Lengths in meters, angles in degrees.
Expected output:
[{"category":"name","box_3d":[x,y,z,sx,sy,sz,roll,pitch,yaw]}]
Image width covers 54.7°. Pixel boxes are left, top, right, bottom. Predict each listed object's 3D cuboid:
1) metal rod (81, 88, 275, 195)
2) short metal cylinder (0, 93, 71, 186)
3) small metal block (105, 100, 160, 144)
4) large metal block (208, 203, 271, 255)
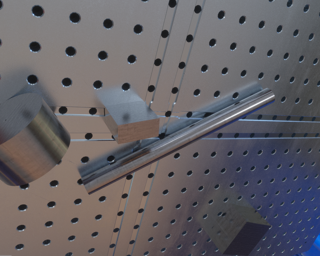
[{"category":"metal rod","box_3d":[0.035,0.013,0.440,0.302,0.025,0.025,-25,128,-13]},{"category":"short metal cylinder","box_3d":[-0.138,0.010,0.307,0.080,0.080,0.050,-32,129,-8]},{"category":"small metal block","box_3d":[-0.034,-0.008,0.372,0.050,0.050,0.025,-11,123,-23]},{"category":"large metal block","box_3d":[0.156,0.201,0.608,0.080,0.050,0.080,21,107,-36]}]
